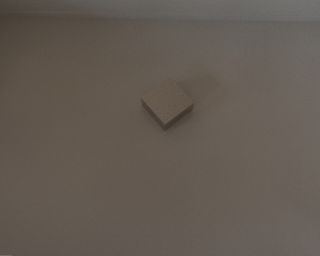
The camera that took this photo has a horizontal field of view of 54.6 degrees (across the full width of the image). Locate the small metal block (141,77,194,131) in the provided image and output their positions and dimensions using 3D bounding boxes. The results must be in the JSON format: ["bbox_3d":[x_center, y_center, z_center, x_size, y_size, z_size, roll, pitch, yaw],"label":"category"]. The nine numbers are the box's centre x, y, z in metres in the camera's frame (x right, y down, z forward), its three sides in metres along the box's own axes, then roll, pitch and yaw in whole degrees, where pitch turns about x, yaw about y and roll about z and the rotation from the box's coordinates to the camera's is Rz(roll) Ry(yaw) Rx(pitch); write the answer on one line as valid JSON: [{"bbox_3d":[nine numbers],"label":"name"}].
[{"bbox_3d":[0.010,-0.033,0.422,0.050,0.025,0.050,-37,74,-13],"label":"small metal block"}]
